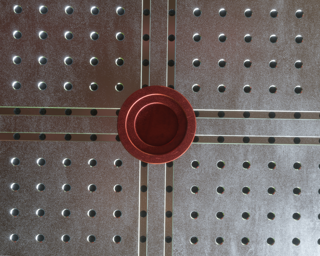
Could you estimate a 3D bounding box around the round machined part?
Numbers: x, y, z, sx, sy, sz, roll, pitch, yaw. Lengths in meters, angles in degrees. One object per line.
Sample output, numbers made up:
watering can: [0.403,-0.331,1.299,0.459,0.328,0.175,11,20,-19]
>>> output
round machined part: [-0.004,-0.004,0.404,0.099,0.042,0.097,0,90,0]
